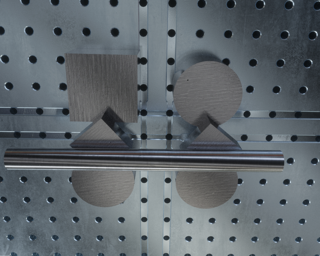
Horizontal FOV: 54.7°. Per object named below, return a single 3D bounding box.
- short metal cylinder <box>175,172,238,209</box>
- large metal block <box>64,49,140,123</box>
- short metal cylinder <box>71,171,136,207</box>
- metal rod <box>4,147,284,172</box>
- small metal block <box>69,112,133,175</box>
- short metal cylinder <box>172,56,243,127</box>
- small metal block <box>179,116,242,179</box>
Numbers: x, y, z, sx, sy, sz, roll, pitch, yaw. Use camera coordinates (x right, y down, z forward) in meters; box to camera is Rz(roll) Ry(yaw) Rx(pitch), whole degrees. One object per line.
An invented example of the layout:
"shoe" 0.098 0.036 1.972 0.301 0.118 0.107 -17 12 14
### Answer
"short metal cylinder" 0.061 0.062 0.423 0.081 0.050 0.079 0 110 0
"large metal block" -0.066 -0.053 0.379 0.081 0.050 0.079 1 110 -1
"short metal cylinder" -0.073 0.059 0.420 0.081 0.050 0.079 0 110 0
"metal rod" -0.016 0.036 0.346 0.302 0.025 0.025 1 110 -1
"small metal block" -0.068 0.018 0.366 0.050 0.025 0.050 -38 106 13
"short metal cylinder" 0.056 -0.046 0.383 0.081 0.050 0.079 0 110 0
"small metal block" 0.059 0.023 0.369 0.050 0.025 0.050 39 105 -13
